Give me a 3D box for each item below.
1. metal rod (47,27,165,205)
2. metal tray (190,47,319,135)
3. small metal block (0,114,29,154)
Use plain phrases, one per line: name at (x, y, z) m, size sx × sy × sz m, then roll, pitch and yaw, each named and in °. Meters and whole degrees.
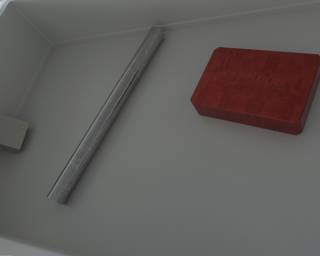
metal rod at (-0.072, -0.029, 0.459) m, size 0.025 × 0.025 × 0.300 m, roll 17°, pitch 70°, yaw 34°
metal tray at (0.113, -0.049, 0.373) m, size 0.130 × 0.030 × 0.090 m, roll 15°, pitch 69°, yaw 33°
small metal block at (-0.251, 0.010, 0.509) m, size 0.025 × 0.050 × 0.050 m, roll -35°, pitch 41°, yaw 50°
